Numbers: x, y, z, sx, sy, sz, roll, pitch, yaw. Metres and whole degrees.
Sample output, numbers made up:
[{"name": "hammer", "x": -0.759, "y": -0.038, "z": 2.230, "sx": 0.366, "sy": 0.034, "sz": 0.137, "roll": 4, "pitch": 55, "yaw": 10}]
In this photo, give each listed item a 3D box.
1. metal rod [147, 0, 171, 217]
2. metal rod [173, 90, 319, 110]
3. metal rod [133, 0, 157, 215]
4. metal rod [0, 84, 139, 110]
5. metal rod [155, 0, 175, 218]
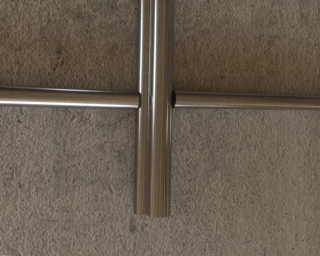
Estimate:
[{"name": "metal rod", "x": -0.001, "y": -0.040, "z": 0.389, "sx": 0.025, "sy": 0.025, "sz": 0.298, "roll": 1, "pitch": 90, "yaw": -20}, {"name": "metal rod", "x": 0.158, "y": -0.040, "z": 0.470, "sx": 0.303, "sy": 0.025, "sz": 0.025, "roll": -1, "pitch": 90, "yaw": -21}, {"name": "metal rod", "x": -0.019, "y": -0.039, "z": 0.405, "sx": 0.025, "sy": 0.025, "sz": 0.298, "roll": 1, "pitch": 90, "yaw": -20}, {"name": "metal rod", "x": -0.172, "y": -0.037, "z": 0.346, "sx": 0.303, "sy": 0.025, "sz": 0.025, "roll": 0, "pitch": 90, "yaw": -21}, {"name": "metal rod", "x": 0.004, "y": -0.033, "z": 0.414, "sx": 0.025, "sy": 0.025, "sz": 0.298, "roll": 1, "pitch": 90, "yaw": -20}]
